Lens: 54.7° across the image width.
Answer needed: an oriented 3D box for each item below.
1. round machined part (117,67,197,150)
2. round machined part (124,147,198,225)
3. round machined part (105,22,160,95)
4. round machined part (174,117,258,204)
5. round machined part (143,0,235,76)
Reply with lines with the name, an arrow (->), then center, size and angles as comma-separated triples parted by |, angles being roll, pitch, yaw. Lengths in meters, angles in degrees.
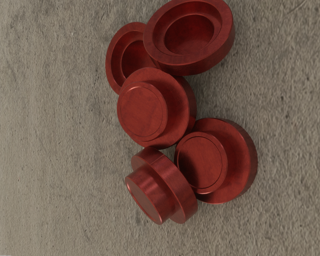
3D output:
round machined part -> -0.011, -0.021, 0.359 | 0.098, 0.042, 0.097 | 7, 104, 30
round machined part -> -0.005, 0.074, 0.365 | 0.098, 0.042, 0.097 | 43, 154, 27
round machined part -> -0.025, -0.087, 0.414 | 0.098, 0.042, 0.097 | 0, 90, 39
round machined part -> 0.055, 0.037, 0.349 | 0.098, 0.042, 0.097 | 0, 90, 39
round machined part -> 0.034, -0.099, 0.347 | 0.098, 0.042, 0.098 | -8, 62, 16
